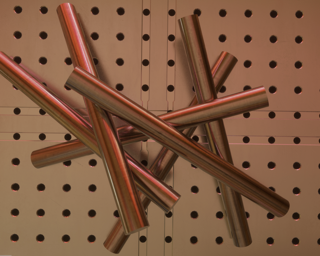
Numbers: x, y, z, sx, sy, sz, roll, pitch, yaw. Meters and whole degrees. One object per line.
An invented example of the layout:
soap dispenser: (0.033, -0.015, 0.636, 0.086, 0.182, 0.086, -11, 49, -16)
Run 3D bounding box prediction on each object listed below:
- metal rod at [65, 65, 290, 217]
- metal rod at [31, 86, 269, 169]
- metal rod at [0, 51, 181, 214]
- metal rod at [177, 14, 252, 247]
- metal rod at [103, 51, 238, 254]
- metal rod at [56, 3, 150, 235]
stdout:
metal rod: (0.031, 0.023, 0.359, 0.301, 0.025, 0.025, 32, 90, -13)
metal rod: (-0.022, 0.003, 0.382, 0.301, 0.025, 0.025, -15, 90, 12)
metal rod: (-0.100, -0.004, 0.375, 0.300, 0.025, 0.025, 37, 90, 15)
metal rod: (0.072, 0.010, 0.394, 0.025, 0.025, 0.299, -15, 98, 0)
metal rod: (0.014, 0.032, 0.413, 0.025, 0.025, 0.299, 32, 90, 0)
metal rod: (-0.074, -0.029, 0.358, 0.025, 0.025, 0.299, -22, 68, 0)
